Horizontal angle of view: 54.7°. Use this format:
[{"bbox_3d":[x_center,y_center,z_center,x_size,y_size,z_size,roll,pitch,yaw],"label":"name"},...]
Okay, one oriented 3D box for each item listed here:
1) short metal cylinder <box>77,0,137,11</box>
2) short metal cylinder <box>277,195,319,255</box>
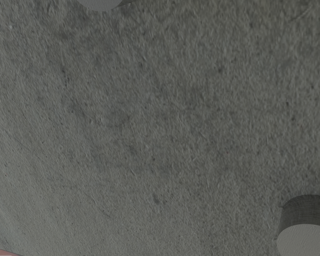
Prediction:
[{"bbox_3d":[-0.053,-0.165,0.315,0.080,0.050,0.079,13,124,20],"label":"short metal cylinder"},{"bbox_3d":[0.186,0.128,0.372,0.080,0.050,0.079,13,124,20],"label":"short metal cylinder"}]
